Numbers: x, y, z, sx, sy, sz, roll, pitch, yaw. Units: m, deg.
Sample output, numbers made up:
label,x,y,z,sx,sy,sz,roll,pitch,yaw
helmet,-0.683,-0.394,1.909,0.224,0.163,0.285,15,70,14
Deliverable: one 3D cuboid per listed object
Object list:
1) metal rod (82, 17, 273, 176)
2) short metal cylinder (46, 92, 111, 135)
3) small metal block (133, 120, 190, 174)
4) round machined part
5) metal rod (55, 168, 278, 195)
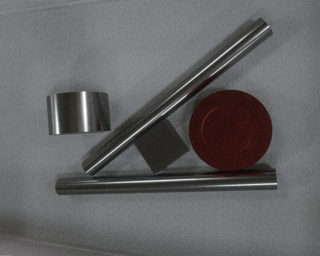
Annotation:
label,x,y,z,sx,sy,sz,roll,pitch,yaw
metal rod,0.012,-0.031,0.404,0.300,0.025,0.025,-38,78,15
short metal cylinder,-0.109,-0.018,0.417,0.080,0.080,0.050,-5,89,19
small metal block,0.002,0.024,0.407,0.050,0.025,0.050,-37,79,16
round machined part,0.082,0.003,0.369,0.098,0.042,0.097,0,90,19
metal rod,-0.006,0.073,0.410,0.301,0.025,0.025,-6,88,19
